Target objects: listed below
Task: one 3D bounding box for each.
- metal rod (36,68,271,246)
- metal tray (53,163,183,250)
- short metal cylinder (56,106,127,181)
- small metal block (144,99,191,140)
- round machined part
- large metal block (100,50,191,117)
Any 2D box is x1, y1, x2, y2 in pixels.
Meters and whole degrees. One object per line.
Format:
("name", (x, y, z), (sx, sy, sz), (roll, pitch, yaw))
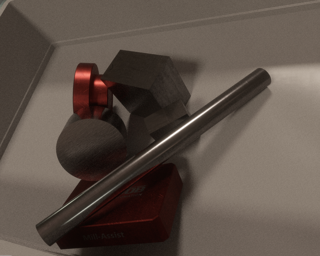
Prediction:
("metal rod", (0.007, 0.020, 0.338), (0.301, 0.025, 0.025), (-35, 50, -16))
("metal tray", (-0.046, 0.086, 0.345), (0.130, 0.030, 0.090), (-12, 25, 21))
("short metal cylinder", (-0.082, 0.018, 0.383), (0.080, 0.080, 0.050), (-33, 20, 7))
("small metal block", (0.016, -0.002, 0.381), (0.050, 0.050, 0.025), (-29, 52, 10))
("round machined part", (-0.091, -0.042, 0.438), (0.042, 0.098, 0.098), (1, 59, -3))
("large metal block", (-0.017, -0.053, 0.409), (0.080, 0.080, 0.050), (17, 68, 34))
